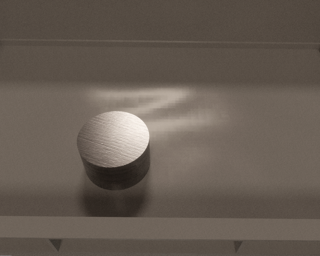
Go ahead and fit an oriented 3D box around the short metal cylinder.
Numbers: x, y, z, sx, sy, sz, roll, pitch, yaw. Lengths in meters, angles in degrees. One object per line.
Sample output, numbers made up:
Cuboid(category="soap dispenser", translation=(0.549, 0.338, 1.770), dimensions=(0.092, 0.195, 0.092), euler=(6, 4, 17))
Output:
Cuboid(category="short metal cylinder", translation=(-0.052, 0.026, 0.366), dimensions=(0.081, 0.050, 0.080), euler=(0, 50, 0))
